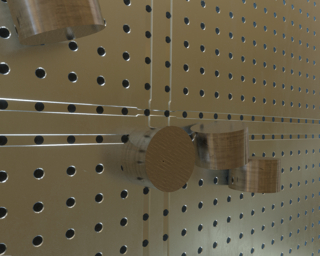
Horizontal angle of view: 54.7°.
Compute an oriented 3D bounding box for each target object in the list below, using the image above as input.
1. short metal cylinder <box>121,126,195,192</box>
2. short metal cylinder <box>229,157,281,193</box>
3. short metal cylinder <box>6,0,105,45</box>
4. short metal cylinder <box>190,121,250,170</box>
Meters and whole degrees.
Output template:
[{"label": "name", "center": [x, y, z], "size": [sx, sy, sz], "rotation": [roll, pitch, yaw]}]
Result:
[{"label": "short metal cylinder", "center": [-0.002, 0.037, 0.391], "size": [0.081, 0.050, 0.079], "rotation": [0, 90, -40]}, {"label": "short metal cylinder", "center": [0.152, 0.073, 0.501], "size": [0.081, 0.080, 0.050], "rotation": [3, 88, -40]}, {"label": "short metal cylinder", "center": [-0.097, -0.112, 0.291], "size": [0.081, 0.080, 0.050], "rotation": [-22, 104, -38]}, {"label": "short metal cylinder", "center": [0.085, 0.022, 0.442], "size": [0.081, 0.080, 0.050], "rotation": [-15, 105, -39]}]
